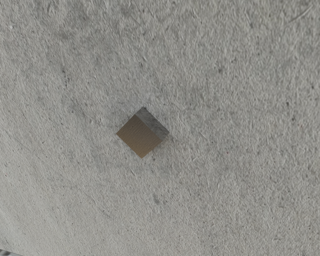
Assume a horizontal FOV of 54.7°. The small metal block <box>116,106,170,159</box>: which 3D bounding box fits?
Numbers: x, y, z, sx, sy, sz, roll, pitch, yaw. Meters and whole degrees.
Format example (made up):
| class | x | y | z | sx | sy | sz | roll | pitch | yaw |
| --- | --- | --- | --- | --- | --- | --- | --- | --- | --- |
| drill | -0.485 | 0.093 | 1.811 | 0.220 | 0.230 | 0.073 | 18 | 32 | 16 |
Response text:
| class | x | y | z | sx | sy | sz | roll | pitch | yaw |
| --- | --- | --- | --- | --- | --- | --- | --- | --- | --- |
| small metal block | -0.024 | 0.007 | 0.423 | 0.050 | 0.025 | 0.050 | 45 | 129 | -4 |
